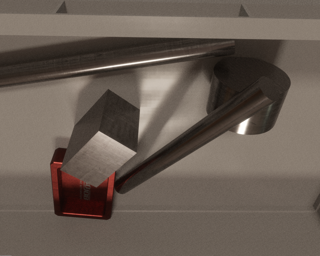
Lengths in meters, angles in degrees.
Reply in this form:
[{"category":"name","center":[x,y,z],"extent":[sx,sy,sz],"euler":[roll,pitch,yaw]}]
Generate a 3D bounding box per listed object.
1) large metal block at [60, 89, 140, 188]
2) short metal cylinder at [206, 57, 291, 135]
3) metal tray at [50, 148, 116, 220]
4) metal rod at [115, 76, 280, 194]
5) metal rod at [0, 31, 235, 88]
[{"category":"large metal block","center":[-0.071,0.013,0.383],"extent":[0.050,0.080,0.080],"euler":[34,122,-25]},{"category":"short metal cylinder","center":[0.095,-0.037,0.343],"extent":[0.081,0.080,0.050],"euler":[3,130,-3]},{"category":"metal tray","center":[-0.117,0.091,0.481],"extent":[0.091,0.030,0.129],"euler":[7,130,-7]},{"category":"metal rod","center":[0.017,0.029,0.377],"extent":[0.025,0.025,0.299],"euler":[26,143,-21]},{"category":"metal rod","center":[-0.071,-0.073,0.345],"extent":[0.302,0.025,0.025],"euler":[-7,130,5]}]
